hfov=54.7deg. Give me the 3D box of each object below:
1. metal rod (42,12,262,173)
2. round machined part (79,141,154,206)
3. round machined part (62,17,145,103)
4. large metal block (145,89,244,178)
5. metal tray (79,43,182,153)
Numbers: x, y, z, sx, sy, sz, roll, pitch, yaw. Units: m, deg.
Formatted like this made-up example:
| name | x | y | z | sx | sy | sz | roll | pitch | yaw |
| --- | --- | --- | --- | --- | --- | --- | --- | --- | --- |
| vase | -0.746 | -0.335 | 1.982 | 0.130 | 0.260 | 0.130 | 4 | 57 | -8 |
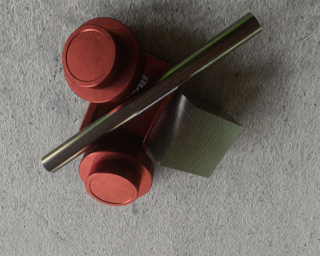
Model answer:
| name | x | y | z | sx | sy | sz | roll | pitch | yaw |
| --- | --- | --- | --- | --- | --- | --- | --- | --- | --- |
| metal rod | -0.019 | -0.035 | 0.367 | 0.300 | 0.025 | 0.025 | -33 | 107 | 11 |
| round machined part | -0.059 | 0.066 | 0.407 | 0.099 | 0.042 | 0.097 | 4 | 131 | 5 |
| round machined part | -0.070 | -0.078 | 0.351 | 0.098 | 0.042 | 0.097 | 0 | 89 | 20 |
| large metal block | 0.041 | 0.009 | 0.386 | 0.080 | 0.050 | 0.080 | 19 | 110 | -33 |
| metal tray | -0.037 | -0.034 | 0.395 | 0.090 | 0.030 | 0.129 | 23 | 108 | -9 |
